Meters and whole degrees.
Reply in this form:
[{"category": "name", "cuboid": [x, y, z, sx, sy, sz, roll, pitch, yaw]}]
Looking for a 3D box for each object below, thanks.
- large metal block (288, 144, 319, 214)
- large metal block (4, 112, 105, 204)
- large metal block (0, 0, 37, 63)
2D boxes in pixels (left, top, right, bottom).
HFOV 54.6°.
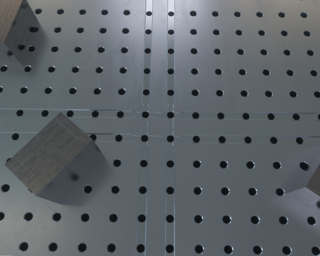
[{"category": "large metal block", "cuboid": [0.220, 0.067, 0.375, 0.080, 0.050, 0.080, 35, 74, 12]}, {"category": "large metal block", "cuboid": [-0.118, 0.039, 0.368, 0.050, 0.080, 0.080, 39, 75, 13]}, {"category": "large metal block", "cuboid": [-0.239, -0.149, 0.452, 0.080, 0.050, 0.080, 10, 70, 3]}]
